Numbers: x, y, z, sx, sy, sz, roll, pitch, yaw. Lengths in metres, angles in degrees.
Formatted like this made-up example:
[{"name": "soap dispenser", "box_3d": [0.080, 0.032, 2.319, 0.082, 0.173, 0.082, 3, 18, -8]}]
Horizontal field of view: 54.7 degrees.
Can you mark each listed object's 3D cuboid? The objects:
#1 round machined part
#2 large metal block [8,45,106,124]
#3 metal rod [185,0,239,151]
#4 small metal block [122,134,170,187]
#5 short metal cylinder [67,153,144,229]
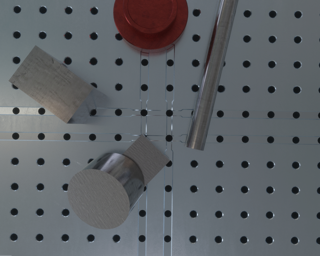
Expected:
[{"name": "round machined part", "box_3d": [-0.012, -0.152, 0.405, 0.099, 0.042, 0.097, 0, 90, 0]}, {"name": "large metal block", "box_3d": [-0.121, -0.049, 0.385, 0.080, 0.080, 0.050, 37, 90, 0]}, {"name": "metal rod", "box_3d": [0.080, -0.118, 0.413, 0.025, 0.025, 0.298, 13, 90, 0]}, {"name": "small metal block", "box_3d": [-0.023, 0.043, 0.413, 0.050, 0.025, 0.050, 44, 90, 0]}, {"name": "short metal cylinder", "box_3d": [-0.066, 0.077, 0.386, 0.080, 0.050, 0.079, 5, 109, 15]}]
